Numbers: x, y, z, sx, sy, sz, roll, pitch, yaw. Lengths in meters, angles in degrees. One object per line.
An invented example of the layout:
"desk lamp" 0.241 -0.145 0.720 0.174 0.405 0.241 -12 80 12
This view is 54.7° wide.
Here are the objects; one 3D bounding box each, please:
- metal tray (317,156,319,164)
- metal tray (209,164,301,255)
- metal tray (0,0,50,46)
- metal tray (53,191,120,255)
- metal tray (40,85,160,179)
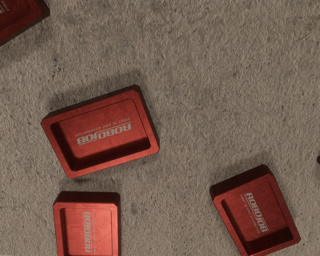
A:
"metal tray" 0.299 0.037 0.424 0.130 0.030 0.090 -42 105 13
"metal tray" 0.140 0.127 0.456 0.090 0.030 0.130 -25 109 8
"metal tray" -0.200 -0.163 0.343 0.090 0.030 0.130 -28 108 9
"metal tray" -0.106 0.159 0.464 0.091 0.030 0.129 2 110 -1
"metal tray" -0.075 0.006 0.408 0.131 0.030 0.090 -18 110 6
